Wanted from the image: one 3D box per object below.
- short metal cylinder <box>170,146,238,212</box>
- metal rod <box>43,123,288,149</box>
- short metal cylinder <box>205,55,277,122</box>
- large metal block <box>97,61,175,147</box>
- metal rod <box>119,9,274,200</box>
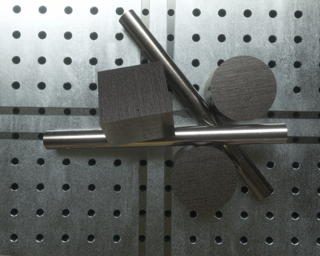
[{"bbox_3d":[0.053,0.061,0.398,0.081,0.050,0.079,0,90,0],"label":"short metal cylinder"},{"bbox_3d":[0.002,0.011,0.393,0.302,0.025,0.025,-2,90,6],"label":"metal rod"},{"bbox_3d":[0.101,-0.048,0.398,0.081,0.050,0.079,0,90,0],"label":"short metal cylinder"},{"bbox_3d":[-0.029,-0.030,0.379,0.080,0.050,0.080,-10,55,0],"label":"large metal block"},{"bbox_3d":[0.048,-0.030,0.410,0.025,0.025,0.300,-38,90,0],"label":"metal rod"}]
